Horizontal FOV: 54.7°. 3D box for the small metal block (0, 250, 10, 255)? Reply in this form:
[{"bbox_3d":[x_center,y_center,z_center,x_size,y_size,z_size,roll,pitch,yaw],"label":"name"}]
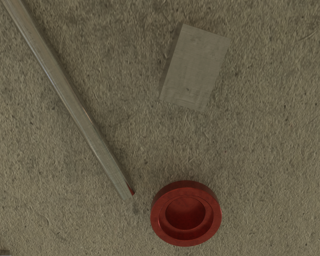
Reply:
[{"bbox_3d":[-0.268,0.219,0.488,0.050,0.025,0.050,7,110,-3],"label":"small metal block"}]

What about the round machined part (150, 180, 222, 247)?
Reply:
[{"bbox_3d":[0.036,0.117,0.444,0.099,0.042,0.097,0,110,0],"label":"round machined part"}]

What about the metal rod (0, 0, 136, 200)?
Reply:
[{"bbox_3d":[-0.110,-0.031,0.396,0.025,0.025,0.299,-24,109,8],"label":"metal rod"}]

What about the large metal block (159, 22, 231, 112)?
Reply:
[{"bbox_3d":[0.035,-0.073,0.354,0.050,0.080,0.079,16,109,-6],"label":"large metal block"}]
